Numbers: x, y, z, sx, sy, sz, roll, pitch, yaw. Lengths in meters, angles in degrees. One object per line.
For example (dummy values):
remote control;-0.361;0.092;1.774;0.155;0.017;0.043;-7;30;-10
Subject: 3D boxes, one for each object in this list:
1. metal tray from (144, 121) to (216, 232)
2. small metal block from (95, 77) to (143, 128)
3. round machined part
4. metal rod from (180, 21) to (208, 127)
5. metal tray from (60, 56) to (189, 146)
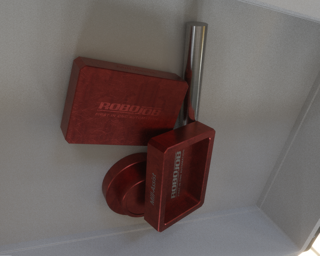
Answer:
metal tray;0.025;0.063;0.409;0.091;0.030;0.129;-20;126;-38
small metal block;-0.048;-0.032;0.364;0.050;0.025;0.050;-14;124;-21
round machined part;-0.028;0.087;0.438;0.099;0.042;0.097;-14;124;-21
metal rod;0.039;0.007;0.436;0.025;0.025;0.298;-12;124;-22
metal tray;-0.040;-0.025;0.360;0.131;0.030;0.089;4;117;-31
